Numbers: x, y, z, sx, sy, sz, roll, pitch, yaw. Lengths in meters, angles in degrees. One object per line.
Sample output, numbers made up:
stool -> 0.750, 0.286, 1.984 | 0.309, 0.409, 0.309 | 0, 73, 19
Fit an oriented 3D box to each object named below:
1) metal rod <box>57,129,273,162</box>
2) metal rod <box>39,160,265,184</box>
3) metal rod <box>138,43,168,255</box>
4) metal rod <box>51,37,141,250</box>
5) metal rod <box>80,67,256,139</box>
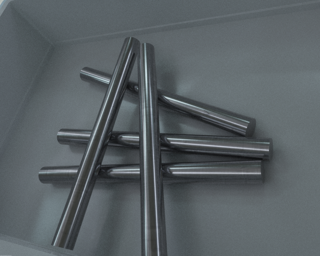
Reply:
metal rod -> -0.015, 0.018, 0.399 | 0.300, 0.025, 0.025 | 2, 63, 28
metal rod -> -0.030, 0.057, 0.383 | 0.301, 0.025, 0.025 | -5, 60, 25
metal rod -> -0.012, 0.011, 0.370 | 0.025, 0.025, 0.299 | -16, 55, 19
metal rod -> -0.075, 0.002, 0.408 | 0.025, 0.025, 0.300 | 0, 62, 28
metal rod -> -0.011, -0.045, 0.435 | 0.300, 0.025, 0.025 | 22, 74, 35
